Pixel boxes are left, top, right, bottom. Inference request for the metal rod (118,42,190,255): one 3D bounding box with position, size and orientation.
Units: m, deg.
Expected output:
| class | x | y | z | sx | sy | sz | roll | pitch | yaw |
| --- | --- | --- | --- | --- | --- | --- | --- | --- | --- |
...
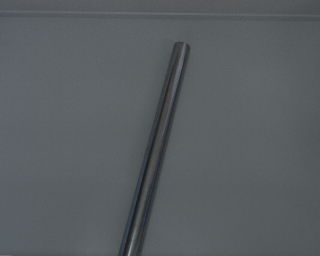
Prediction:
| class | x | y | z | sx | sy | sz | roll | pitch | yaw |
| --- | --- | --- | --- | --- | --- | --- | --- | --- | --- |
| metal rod | -0.003 | 0.018 | 0.402 | 0.025 | 0.025 | 0.299 | 13 | 70 | 4 |
